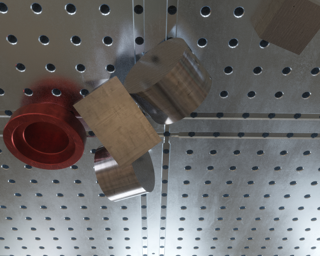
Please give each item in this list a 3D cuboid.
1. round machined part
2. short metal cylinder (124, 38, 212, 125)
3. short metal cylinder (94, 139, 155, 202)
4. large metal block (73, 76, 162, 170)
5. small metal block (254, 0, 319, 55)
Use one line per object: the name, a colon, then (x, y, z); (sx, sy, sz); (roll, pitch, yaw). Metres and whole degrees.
round machined part: (-0.145, 0.007, 0.404); (0.099, 0.042, 0.097); (-1, 130, 0)
short metal cylinder: (0.008, -0.050, 0.333); (0.080, 0.080, 0.050); (-29, 124, 22)
short metal cylinder: (-0.046, 0.054, 0.421); (0.050, 0.080, 0.080); (-18, 128, 14)
large metal block: (-0.050, -0.009, 0.344); (0.050, 0.080, 0.080); (-37, 104, -7)
small metal block: (0.136, -0.111, 0.320); (0.050, 0.025, 0.050); (17, 128, -15)
